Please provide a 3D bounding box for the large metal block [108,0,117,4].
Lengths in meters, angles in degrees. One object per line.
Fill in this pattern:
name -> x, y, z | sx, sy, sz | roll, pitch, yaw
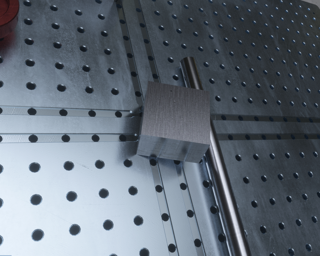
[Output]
large metal block -> -0.084, -0.261, 0.487 | 0.080, 0.080, 0.050 | 33, 51, -7

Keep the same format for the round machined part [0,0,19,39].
round machined part -> -0.220, -0.138, 0.363 | 0.099, 0.042, 0.098 | 14, 56, -21

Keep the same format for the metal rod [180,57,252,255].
metal rod -> 0.070, 0.025, 0.430 | 0.025, 0.025, 0.299 | 3, 60, -27

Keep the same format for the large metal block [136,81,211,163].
large metal block -> 0.017, -0.007, 0.393 | 0.081, 0.050, 0.080 | 9, 57, -6
